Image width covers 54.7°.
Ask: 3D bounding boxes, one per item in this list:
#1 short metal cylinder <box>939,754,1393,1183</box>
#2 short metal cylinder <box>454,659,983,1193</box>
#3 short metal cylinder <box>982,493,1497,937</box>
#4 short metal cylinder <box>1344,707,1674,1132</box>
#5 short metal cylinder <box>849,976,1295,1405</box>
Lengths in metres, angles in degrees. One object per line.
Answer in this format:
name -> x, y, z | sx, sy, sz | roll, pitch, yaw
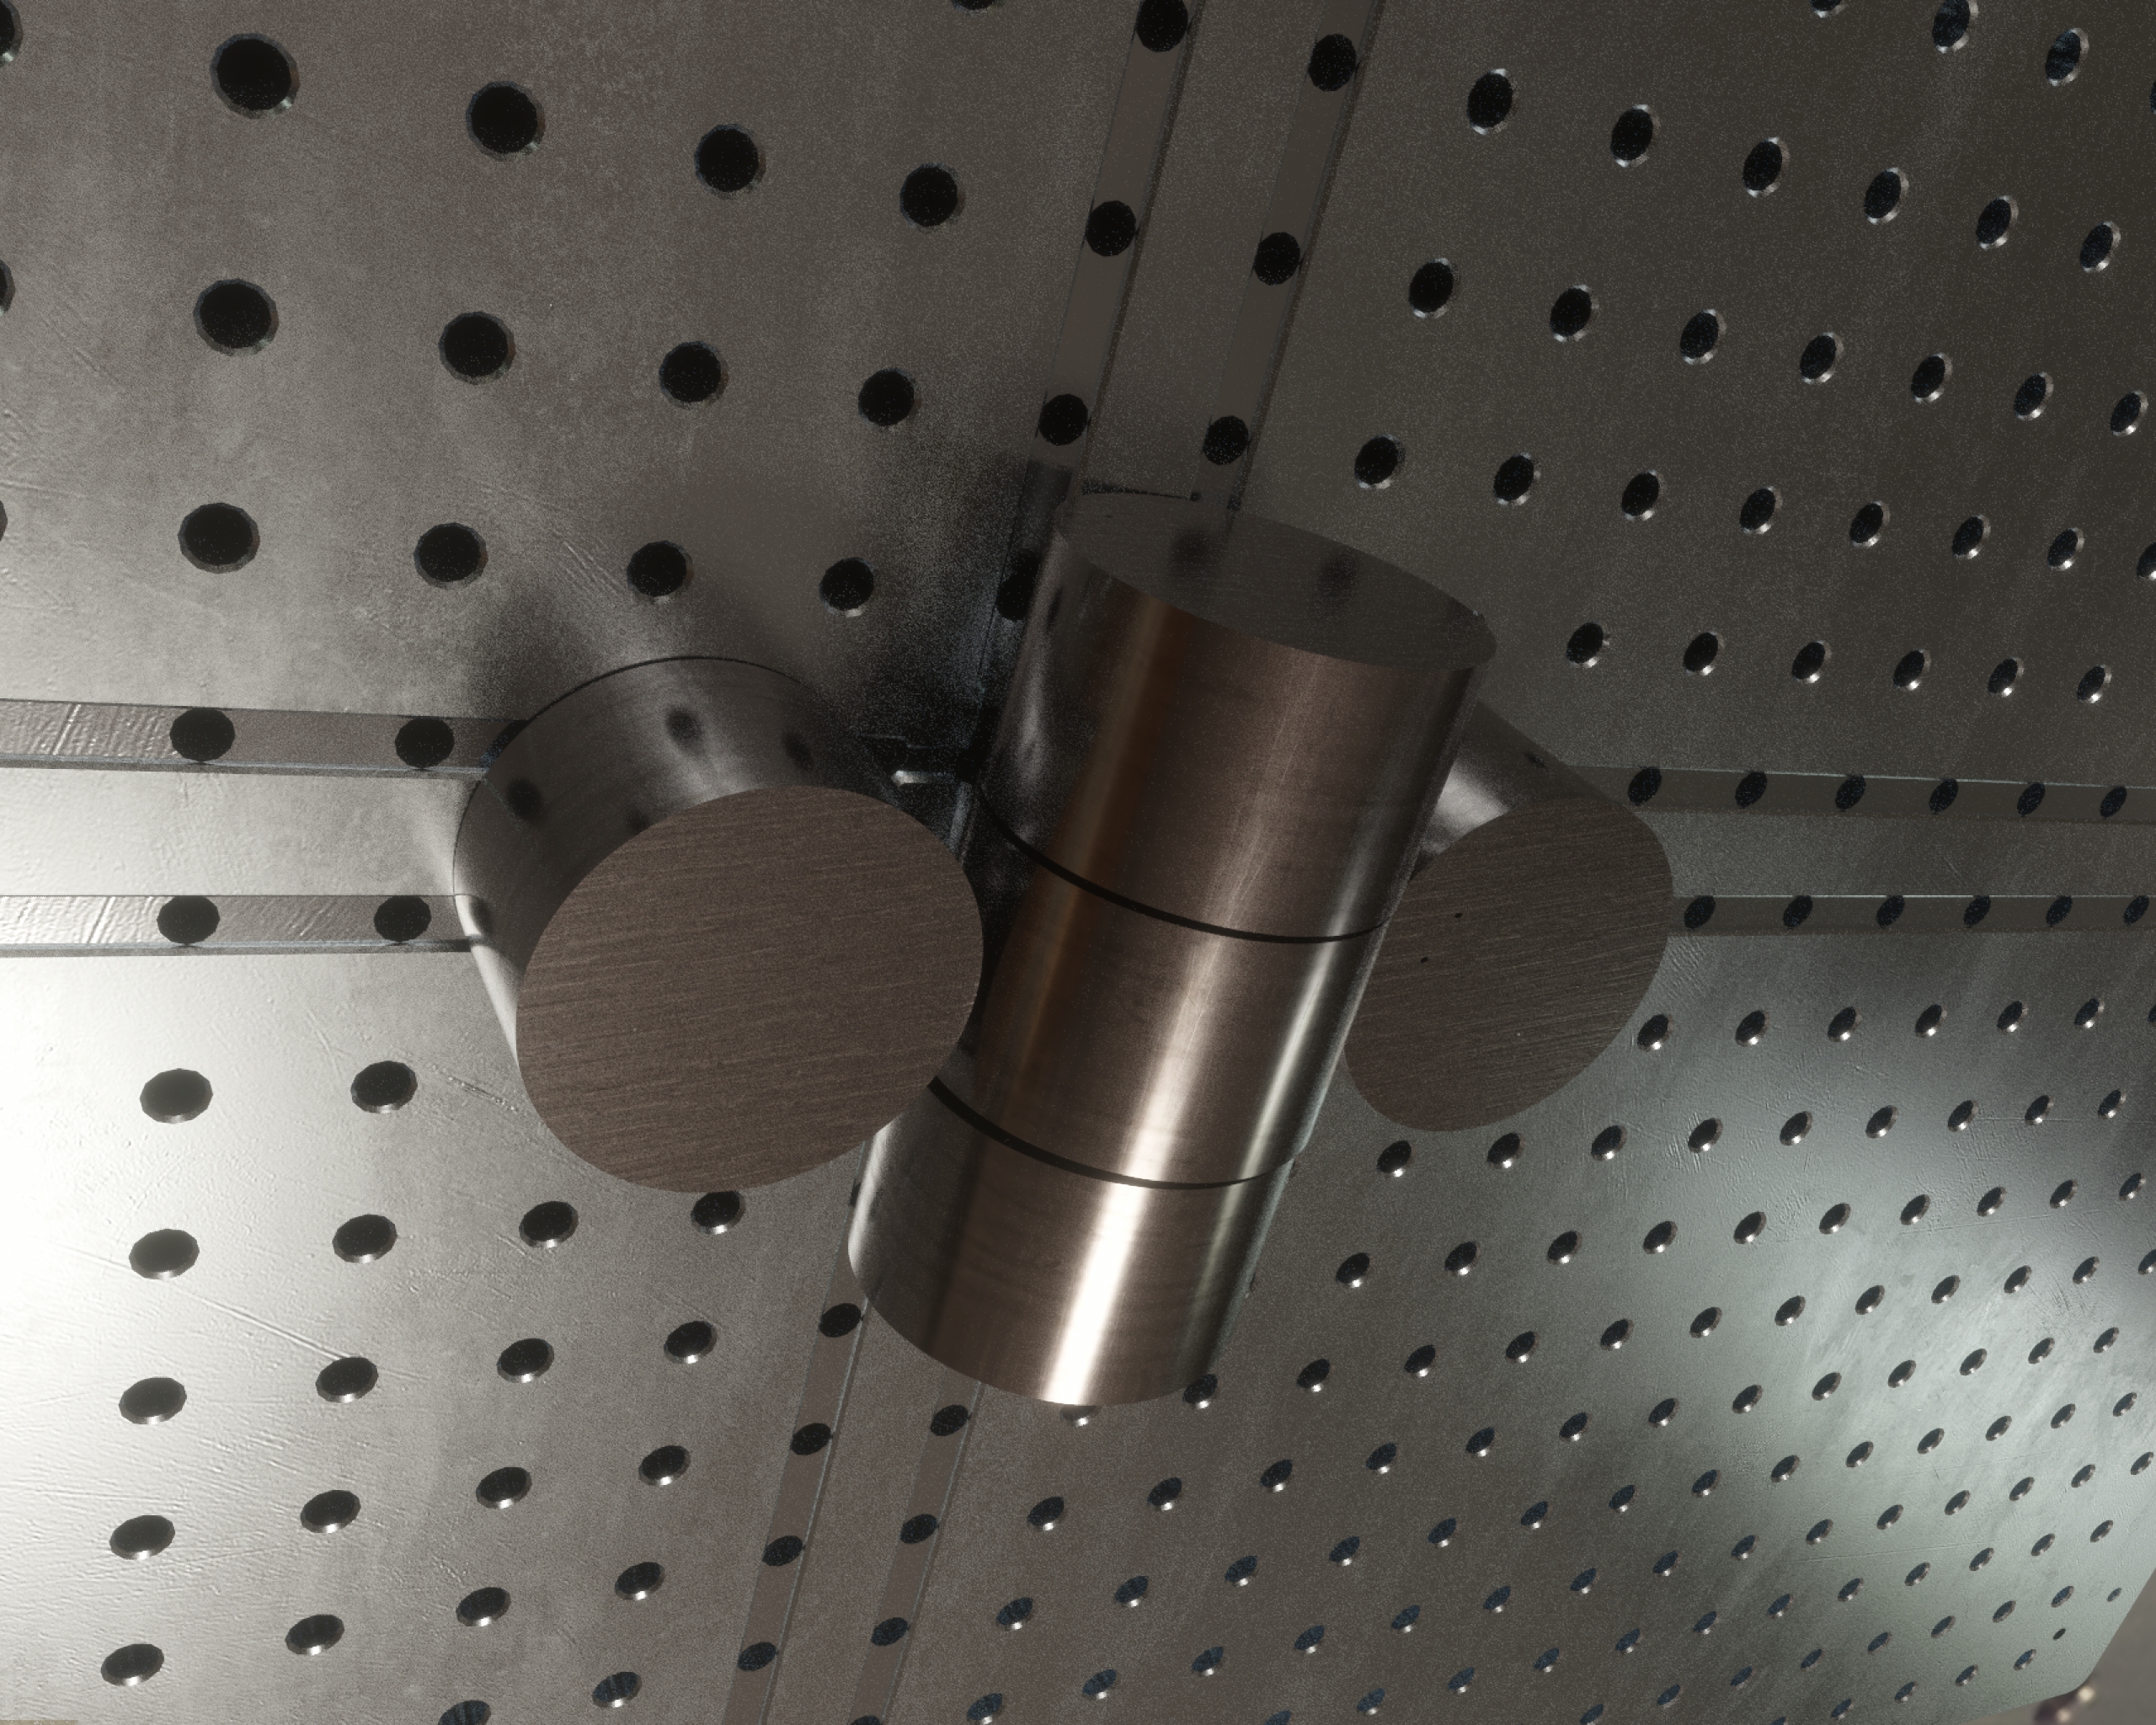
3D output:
short metal cylinder -> 0.014, 0.017, 0.394 | 0.081, 0.080, 0.050 | 2, 118, -30
short metal cylinder -> -0.064, 0.011, 0.367 | 0.081, 0.050, 0.079 | -14, 125, -21
short metal cylinder -> 0.028, -0.028, 0.374 | 0.081, 0.080, 0.050 | 2, 117, -30
short metal cylinder -> 0.078, 0.010, 0.445 | 0.081, 0.050, 0.079 | -14, 125, -21
short metal cylinder -> -0.001, 0.061, 0.414 | 0.081, 0.080, 0.050 | 1, 118, -29
